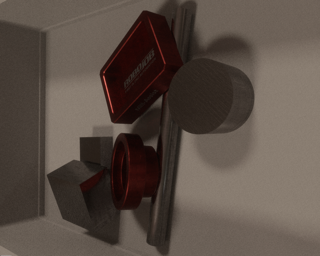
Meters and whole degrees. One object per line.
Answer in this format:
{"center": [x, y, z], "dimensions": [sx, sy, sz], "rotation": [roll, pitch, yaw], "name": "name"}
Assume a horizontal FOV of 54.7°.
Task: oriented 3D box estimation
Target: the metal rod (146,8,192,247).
{"center": [0.011, 0.003, 0.395], "dimensions": [0.025, 0.025, 0.298], "rotation": [11, 97, 39], "name": "metal rod"}

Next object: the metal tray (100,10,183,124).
{"center": [-0.030, -0.073, 0.404], "dimensions": [0.129, 0.030, 0.090], "rotation": [-41, 58, 43], "name": "metal tray"}

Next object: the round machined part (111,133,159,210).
{"center": [-0.033, 0.056, 0.403], "dimensions": [0.098, 0.042, 0.097], "rotation": [-175, 90, -69], "name": "round machined part"}

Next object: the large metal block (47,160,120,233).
{"center": [-0.114, 0.099, 0.465], "dimensions": [0.080, 0.050, 0.079], "rotation": [5, 116, 39], "name": "large metal block"}

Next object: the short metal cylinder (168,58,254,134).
{"center": [0.056, -0.033, 0.343], "dimensions": [0.080, 0.050, 0.079], "rotation": [0, 90, 39], "name": "short metal cylinder"}

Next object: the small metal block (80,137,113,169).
{"center": [-0.100, 0.039, 0.487], "dimensions": [0.050, 0.025, 0.050], "rotation": [-2, 89, 39], "name": "small metal block"}
